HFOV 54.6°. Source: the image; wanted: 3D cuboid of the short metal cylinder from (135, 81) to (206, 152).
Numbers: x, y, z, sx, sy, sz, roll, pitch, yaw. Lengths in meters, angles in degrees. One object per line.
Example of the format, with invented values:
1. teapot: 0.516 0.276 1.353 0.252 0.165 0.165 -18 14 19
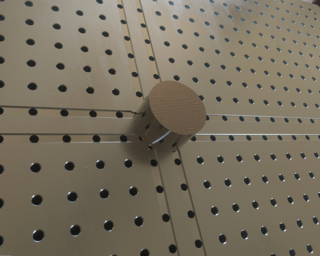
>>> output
1. short metal cylinder: 0.013 -0.015 0.408 0.081 0.050 0.080 13 56 -21
